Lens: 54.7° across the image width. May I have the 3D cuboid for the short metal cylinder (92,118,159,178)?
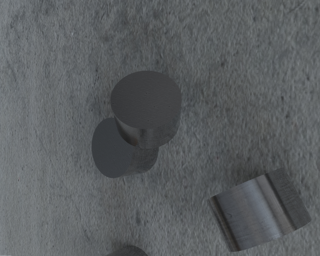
[{"bbox_3d":[-0.049,0.026,0.427,0.080,0.050,0.079,0,90,39],"label":"short metal cylinder"}]

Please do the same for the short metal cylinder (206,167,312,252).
[{"bbox_3d":[0.091,0.077,0.293,0.080,0.081,0.050,-35,69,34],"label":"short metal cylinder"}]

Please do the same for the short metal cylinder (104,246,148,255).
[{"bbox_3d":[-0.051,0.211,0.428,0.080,0.050,0.079,0,90,39],"label":"short metal cylinder"}]

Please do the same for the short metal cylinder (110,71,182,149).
[{"bbox_3d":[-0.015,-0.022,0.372,0.080,0.080,0.050,56,164,25],"label":"short metal cylinder"}]
